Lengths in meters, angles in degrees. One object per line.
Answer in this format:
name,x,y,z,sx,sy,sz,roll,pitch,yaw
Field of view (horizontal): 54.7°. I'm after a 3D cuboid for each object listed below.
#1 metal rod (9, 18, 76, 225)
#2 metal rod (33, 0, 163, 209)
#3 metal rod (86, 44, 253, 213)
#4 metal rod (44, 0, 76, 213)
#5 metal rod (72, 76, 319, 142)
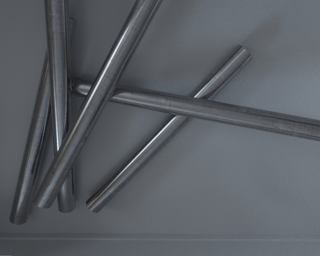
metal rod,-0.160,0.002,0.409,0.025,0.025,0.298,18,109,-7
metal rod,-0.078,-0.026,0.365,0.025,0.025,0.298,29,105,-10
metal rod,0.004,0.010,0.415,0.025,0.025,0.299,41,105,-14
metal rod,-0.122,-0.017,0.386,0.025,0.025,0.298,5,117,-2
metal rod,0.040,-0.025,0.375,0.302,0.025,0.025,11,110,6
